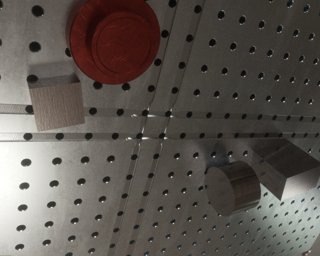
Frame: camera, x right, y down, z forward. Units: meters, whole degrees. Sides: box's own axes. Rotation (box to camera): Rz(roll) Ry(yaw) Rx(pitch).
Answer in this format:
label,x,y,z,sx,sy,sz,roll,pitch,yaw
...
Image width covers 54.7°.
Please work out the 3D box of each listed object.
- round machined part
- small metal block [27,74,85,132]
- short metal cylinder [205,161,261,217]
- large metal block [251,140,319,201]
label,x,y,z,sx,sy,sz,roll,pitch,yaw
round machined part,-0.043,-0.090,0.322,0.099,0.042,0.097,-14,125,-21
small metal block,-0.111,-0.028,0.334,0.050,0.025,0.050,-12,124,-22
short metal cylinder,0.116,0.097,0.502,0.050,0.080,0.079,-10,123,-24
large metal block,0.219,0.072,0.543,0.081,0.080,0.050,-14,125,-21
